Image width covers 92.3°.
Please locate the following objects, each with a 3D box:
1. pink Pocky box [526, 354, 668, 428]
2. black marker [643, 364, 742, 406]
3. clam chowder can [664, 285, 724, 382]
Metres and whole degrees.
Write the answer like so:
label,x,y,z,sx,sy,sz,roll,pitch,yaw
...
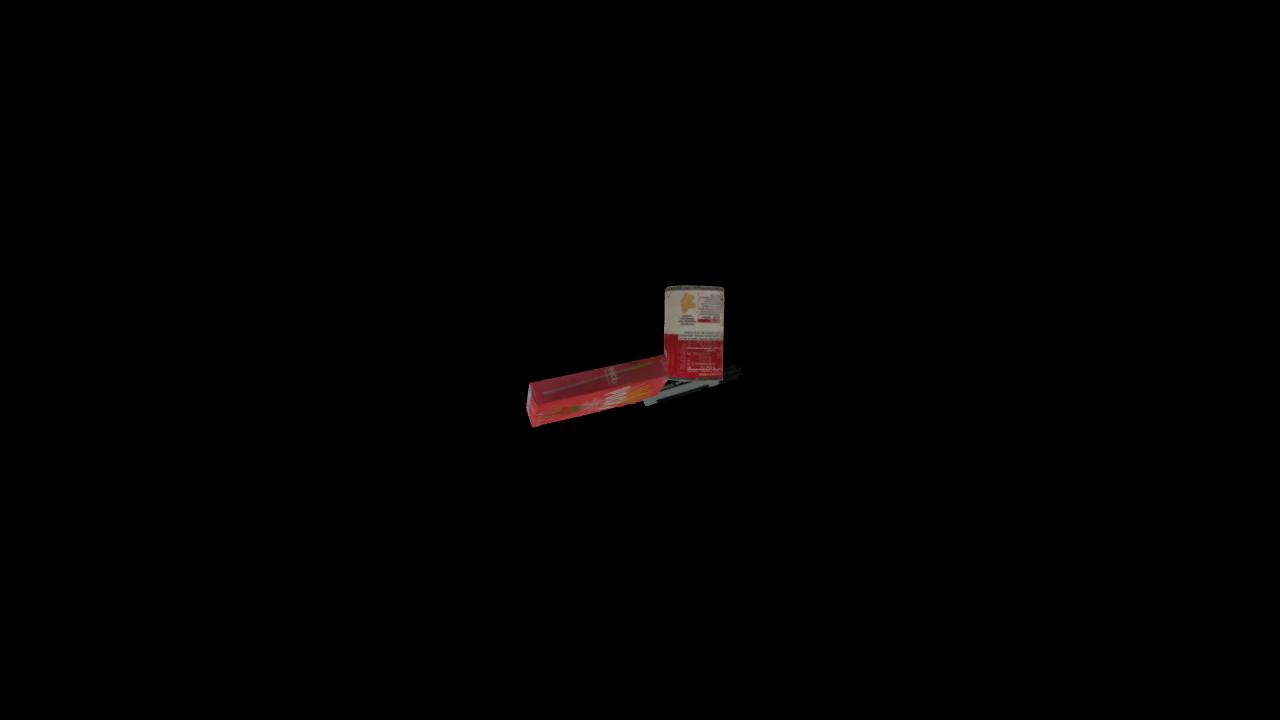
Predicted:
label,x,y,z,sx,sy,sz,roll,pitch,yaw
pink Pocky box,-0.047,0.035,0.684,0.155,0.029,0.084,-12,-18,-18
black marker,0.061,0.030,0.727,0.121,0.020,0.020,-16,-2,7
clam chowder can,0.060,-0.029,0.680,0.068,0.102,0.068,1,3,0
